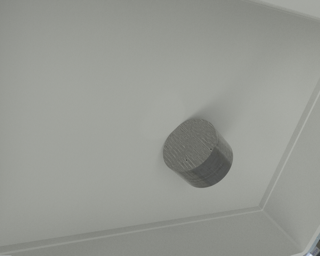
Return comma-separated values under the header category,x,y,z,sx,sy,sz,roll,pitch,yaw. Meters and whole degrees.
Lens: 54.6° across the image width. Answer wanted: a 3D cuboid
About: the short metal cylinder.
category,x,y,z,sx,sy,sz,roll,pitch,yaw
short metal cylinder,0.051,0.034,0.422,0.080,0.080,0.050,-44,129,2
